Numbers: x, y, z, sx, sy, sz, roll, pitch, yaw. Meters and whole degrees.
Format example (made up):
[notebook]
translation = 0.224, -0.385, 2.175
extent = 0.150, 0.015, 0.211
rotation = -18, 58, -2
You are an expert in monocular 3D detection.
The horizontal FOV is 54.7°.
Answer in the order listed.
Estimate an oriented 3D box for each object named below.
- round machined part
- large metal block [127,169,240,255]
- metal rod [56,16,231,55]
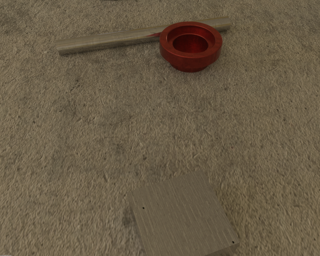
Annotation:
[round machined part]
translation = 0.049, -0.127, 0.499
extent = 0.099, 0.042, 0.098
rotation = 0, 50, 0
[large metal block]
translation = 0.019, 0.097, 0.306
extent = 0.081, 0.050, 0.080
rotation = -15, 52, -13
[metal rod]
translation = -0.023, -0.162, 0.539
extent = 0.302, 0.025, 0.025
rotation = -11, 51, -10
